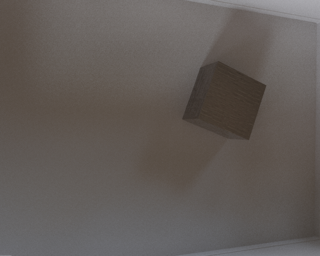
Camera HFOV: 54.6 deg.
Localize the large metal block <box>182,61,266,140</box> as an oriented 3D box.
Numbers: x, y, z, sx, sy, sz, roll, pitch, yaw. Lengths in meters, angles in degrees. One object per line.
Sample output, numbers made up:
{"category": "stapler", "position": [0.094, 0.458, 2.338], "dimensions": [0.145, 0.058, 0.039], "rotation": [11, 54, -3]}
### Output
{"category": "large metal block", "position": [0.088, -0.035, 0.429], "dimensions": [0.080, 0.050, 0.080], "rotation": [22, 83, -19]}
